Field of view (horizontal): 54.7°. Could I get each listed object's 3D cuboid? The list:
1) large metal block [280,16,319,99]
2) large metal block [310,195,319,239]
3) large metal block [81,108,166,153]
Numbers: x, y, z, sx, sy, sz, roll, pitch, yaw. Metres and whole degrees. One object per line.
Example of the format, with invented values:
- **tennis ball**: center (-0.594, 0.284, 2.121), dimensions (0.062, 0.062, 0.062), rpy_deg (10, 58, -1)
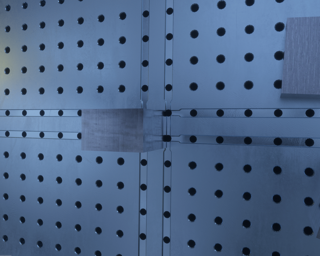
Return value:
- **large metal block**: center (0.177, -0.074, 0.337), dimensions (0.080, 0.050, 0.079), rpy_deg (4, 92, 19)
- **large metal block**: center (0.215, 0.085, 0.324), dimensions (0.080, 0.050, 0.080), rpy_deg (17, 96, 18)
- **large metal block**: center (-0.043, 0.002, 0.398), dimensions (0.080, 0.080, 0.050), rpy_deg (1, 90, 19)
